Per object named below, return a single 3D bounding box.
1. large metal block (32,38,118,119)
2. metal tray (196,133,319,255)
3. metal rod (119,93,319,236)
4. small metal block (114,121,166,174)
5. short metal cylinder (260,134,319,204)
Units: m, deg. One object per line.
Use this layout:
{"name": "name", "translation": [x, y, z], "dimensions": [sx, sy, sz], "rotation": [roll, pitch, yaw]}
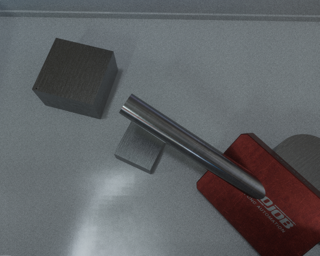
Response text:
{"name": "large metal block", "translation": [-0.110, -0.066, 0.419], "dimensions": [0.080, 0.050, 0.080], "rotation": [14, 71, 5]}
{"name": "metal tray", "translation": [0.117, 0.079, 0.348], "dimensions": [0.130, 0.030, 0.090], "rotation": [45, 110, 20]}
{"name": "metal rod", "translation": [0.089, 0.055, 0.342], "dimensions": [0.301, 0.025, 0.025], "rotation": [33, 73, -6]}
{"name": "small metal block", "translation": [-0.024, 0.025, 0.400], "dimensions": [0.050, 0.025, 0.050], "rotation": [24, 72, 8]}
{"name": "short metal cylinder", "translation": [0.171, 0.053, 0.379], "dimensions": [0.081, 0.050, 0.080], "rotation": [0, 70, -1]}
